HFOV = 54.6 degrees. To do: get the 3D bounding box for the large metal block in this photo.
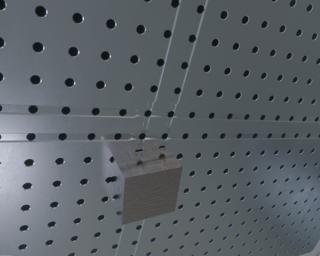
[{"bbox_3d":[-0.021,0.079,0.432,0.081,0.050,0.079,-8,122,-25],"label":"large metal block"}]
